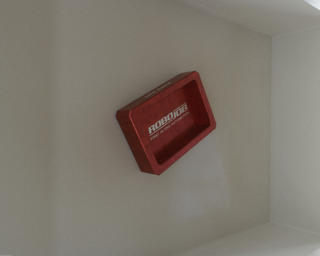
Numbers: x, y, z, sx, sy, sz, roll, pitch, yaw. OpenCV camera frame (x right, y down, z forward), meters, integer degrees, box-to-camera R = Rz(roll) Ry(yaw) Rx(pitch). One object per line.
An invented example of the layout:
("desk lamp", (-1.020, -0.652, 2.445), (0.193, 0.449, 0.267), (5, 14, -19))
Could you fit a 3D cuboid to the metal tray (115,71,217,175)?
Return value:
("metal tray", (0.014, -0.010, 0.410), (0.131, 0.030, 0.090), (-35, 112, -35))
